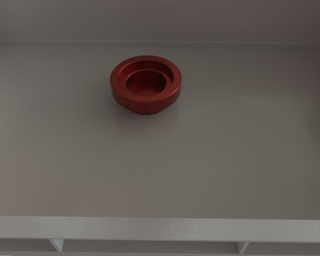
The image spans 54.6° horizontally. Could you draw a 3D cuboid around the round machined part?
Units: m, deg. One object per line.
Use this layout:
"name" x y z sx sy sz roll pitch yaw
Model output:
"round machined part" -0.019 -0.057 0.442 0.099 0.042 0.098 0 50 0
